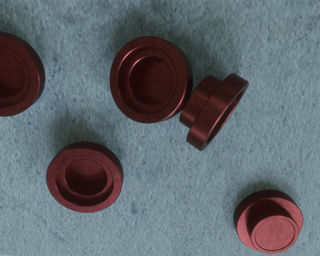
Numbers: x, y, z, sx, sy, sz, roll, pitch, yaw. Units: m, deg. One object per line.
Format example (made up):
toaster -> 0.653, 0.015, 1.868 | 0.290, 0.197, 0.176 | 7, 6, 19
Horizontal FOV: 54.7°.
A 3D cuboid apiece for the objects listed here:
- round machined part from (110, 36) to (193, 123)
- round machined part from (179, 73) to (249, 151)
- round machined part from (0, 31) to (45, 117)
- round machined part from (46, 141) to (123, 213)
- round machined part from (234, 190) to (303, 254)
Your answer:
round machined part -> -0.007, -0.056, 0.366 | 0.098, 0.042, 0.097 | 3, 97, 25
round machined part -> 0.059, -0.024, 0.368 | 0.042, 0.098, 0.097 | 35, 108, 14
round machined part -> -0.188, -0.066, 0.374 | 0.099, 0.042, 0.097 | 0, 110, -1
round machined part -> -0.099, 0.063, 0.423 | 0.099, 0.042, 0.097 | 0, 110, -1
round machined part -> 0.162, 0.144, 0.456 | 0.099, 0.042, 0.097 | 0, 110, -1
